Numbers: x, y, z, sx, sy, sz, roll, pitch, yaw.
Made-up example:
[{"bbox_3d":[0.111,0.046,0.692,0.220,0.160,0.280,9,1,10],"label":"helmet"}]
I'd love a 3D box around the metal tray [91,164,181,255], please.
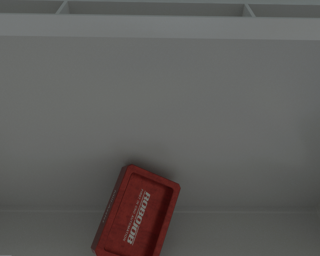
[{"bbox_3d":[-0.032,0.128,0.450,0.090,0.130,0.030,26,160,-17],"label":"metal tray"}]
